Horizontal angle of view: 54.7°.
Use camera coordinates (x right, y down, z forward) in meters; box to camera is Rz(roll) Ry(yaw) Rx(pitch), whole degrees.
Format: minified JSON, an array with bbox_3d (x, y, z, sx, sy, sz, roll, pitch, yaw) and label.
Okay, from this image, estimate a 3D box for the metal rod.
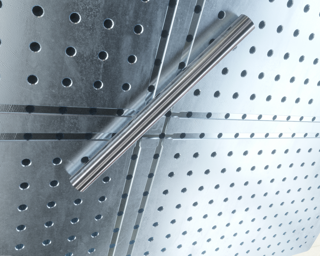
[{"bbox_3d":[0.002,-0.030,0.394,0.300,0.025,0.025,-44,130,2],"label":"metal rod"}]
